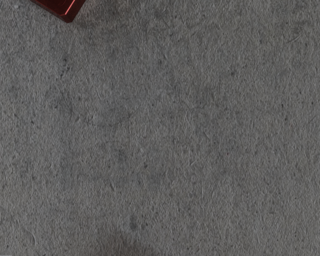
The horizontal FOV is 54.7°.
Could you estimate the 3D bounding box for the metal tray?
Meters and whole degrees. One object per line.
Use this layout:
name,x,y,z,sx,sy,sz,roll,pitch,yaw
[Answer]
metal tray,-0.126,-0.218,0.406,0.090,0.030,0.130,32,90,0
